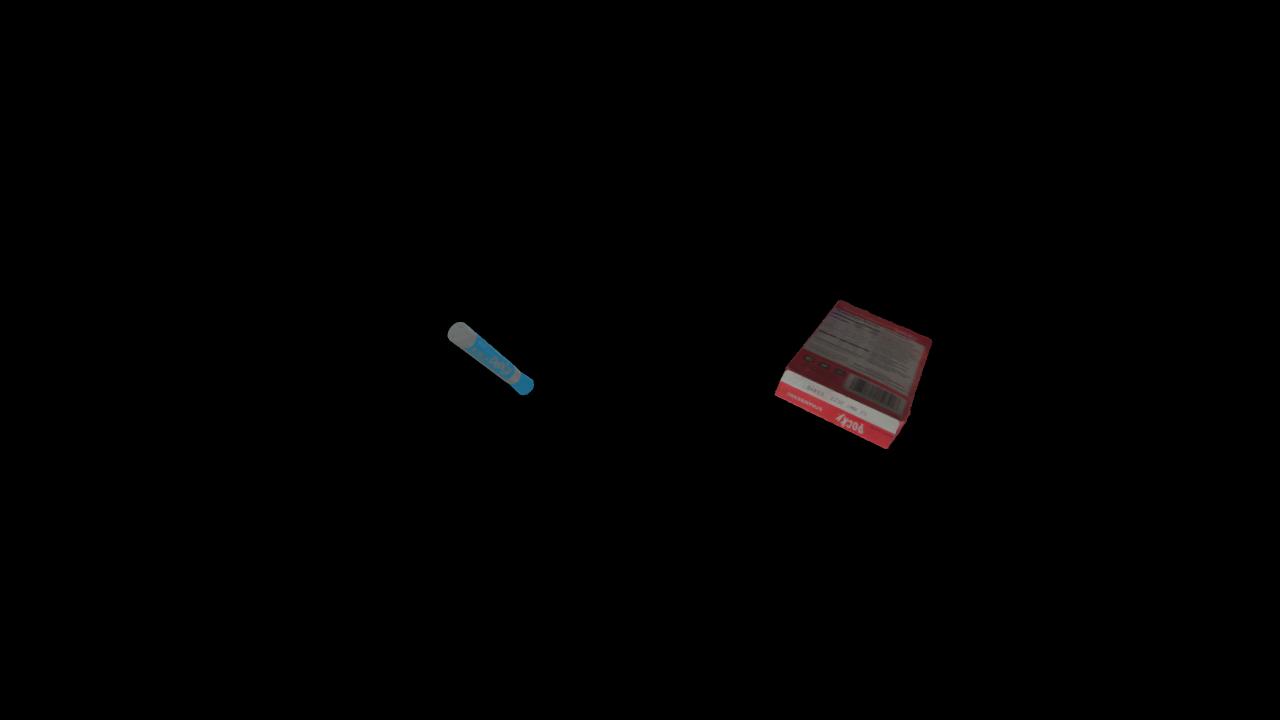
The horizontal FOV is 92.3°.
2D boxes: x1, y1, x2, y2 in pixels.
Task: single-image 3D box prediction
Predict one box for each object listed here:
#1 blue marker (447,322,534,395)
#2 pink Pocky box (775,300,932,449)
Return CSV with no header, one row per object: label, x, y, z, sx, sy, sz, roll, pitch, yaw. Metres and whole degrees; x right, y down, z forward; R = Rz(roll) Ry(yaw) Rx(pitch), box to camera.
blue marker,-0.130,0.002,0.553,0.020,0.020,0.121,0,-25,21
pink Pocky box,0.168,0.004,0.469,0.084,0.029,0.155,27,34,18
